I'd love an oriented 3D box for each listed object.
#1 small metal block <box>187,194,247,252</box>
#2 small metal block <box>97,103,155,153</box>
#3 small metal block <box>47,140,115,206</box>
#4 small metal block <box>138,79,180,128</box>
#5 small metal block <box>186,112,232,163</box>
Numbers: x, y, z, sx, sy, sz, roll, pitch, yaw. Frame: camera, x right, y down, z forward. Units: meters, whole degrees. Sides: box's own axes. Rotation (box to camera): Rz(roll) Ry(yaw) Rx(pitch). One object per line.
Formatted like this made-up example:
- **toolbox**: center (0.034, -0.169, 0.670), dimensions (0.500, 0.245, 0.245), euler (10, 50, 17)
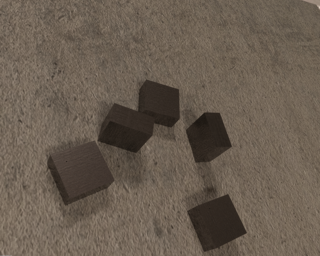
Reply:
- **small metal block**: center (0.068, 0.113, 0.373), dimensions (0.050, 0.025, 0.050), euler (-10, 67, -33)
- **small metal block**: center (-0.040, 0.002, 0.366), dimensions (0.050, 0.050, 0.025), euler (19, 54, -17)
- **small metal block**: center (-0.085, 0.047, 0.330), dimensions (0.050, 0.025, 0.050), euler (-18, 72, -35)
- **small metal block**: center (-0.001, -0.033, 0.425), dimensions (0.050, 0.025, 0.050), euler (14, 56, -21)
- **small metal block**: center (0.064, 0.013, 0.416), dimensions (0.025, 0.050, 0.050), euler (0, 62, -29)
